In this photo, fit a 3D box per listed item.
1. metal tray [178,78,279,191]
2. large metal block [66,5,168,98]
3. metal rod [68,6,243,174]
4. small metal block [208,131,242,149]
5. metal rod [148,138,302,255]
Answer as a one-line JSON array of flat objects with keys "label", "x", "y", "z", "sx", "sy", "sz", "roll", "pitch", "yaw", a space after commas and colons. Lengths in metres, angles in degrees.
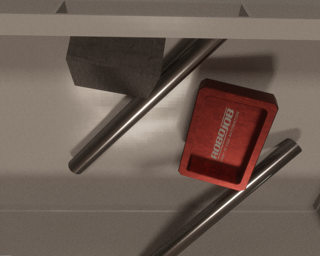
[{"label": "metal tray", "x": 0.081, "y": 0.011, "z": 0.388, "sx": 0.090, "sy": 0.030, "sz": 0.129, "roll": 15, "pitch": 120, "yaw": 6}, {"label": "large metal block", "x": -0.043, "y": -0.069, "z": 0.307, "sx": 0.081, "sy": 0.050, "sz": 0.080, "roll": 9, "pitch": 170, "yaw": -9}, {"label": "metal rod", "x": -0.024, "y": -0.028, "z": 0.384, "sx": 0.025, "sy": 0.025, "sz": 0.299, "roll": 34, "pitch": 122, "yaw": -26}, {"label": "small metal block", "x": 0.101, "y": 0.021, "z": 0.429, "sx": 0.050, "sy": 0.025, "sz": 0.050, "roll": 33, "pitch": 122, "yaw": -25}, {"label": "metal rod", "x": 0.075, "y": 0.120, "z": 0.436, "sx": 0.300, "sy": 0.025, "sz": 0.025, "roll": -40, "pitch": 123, "yaw": 0}]
